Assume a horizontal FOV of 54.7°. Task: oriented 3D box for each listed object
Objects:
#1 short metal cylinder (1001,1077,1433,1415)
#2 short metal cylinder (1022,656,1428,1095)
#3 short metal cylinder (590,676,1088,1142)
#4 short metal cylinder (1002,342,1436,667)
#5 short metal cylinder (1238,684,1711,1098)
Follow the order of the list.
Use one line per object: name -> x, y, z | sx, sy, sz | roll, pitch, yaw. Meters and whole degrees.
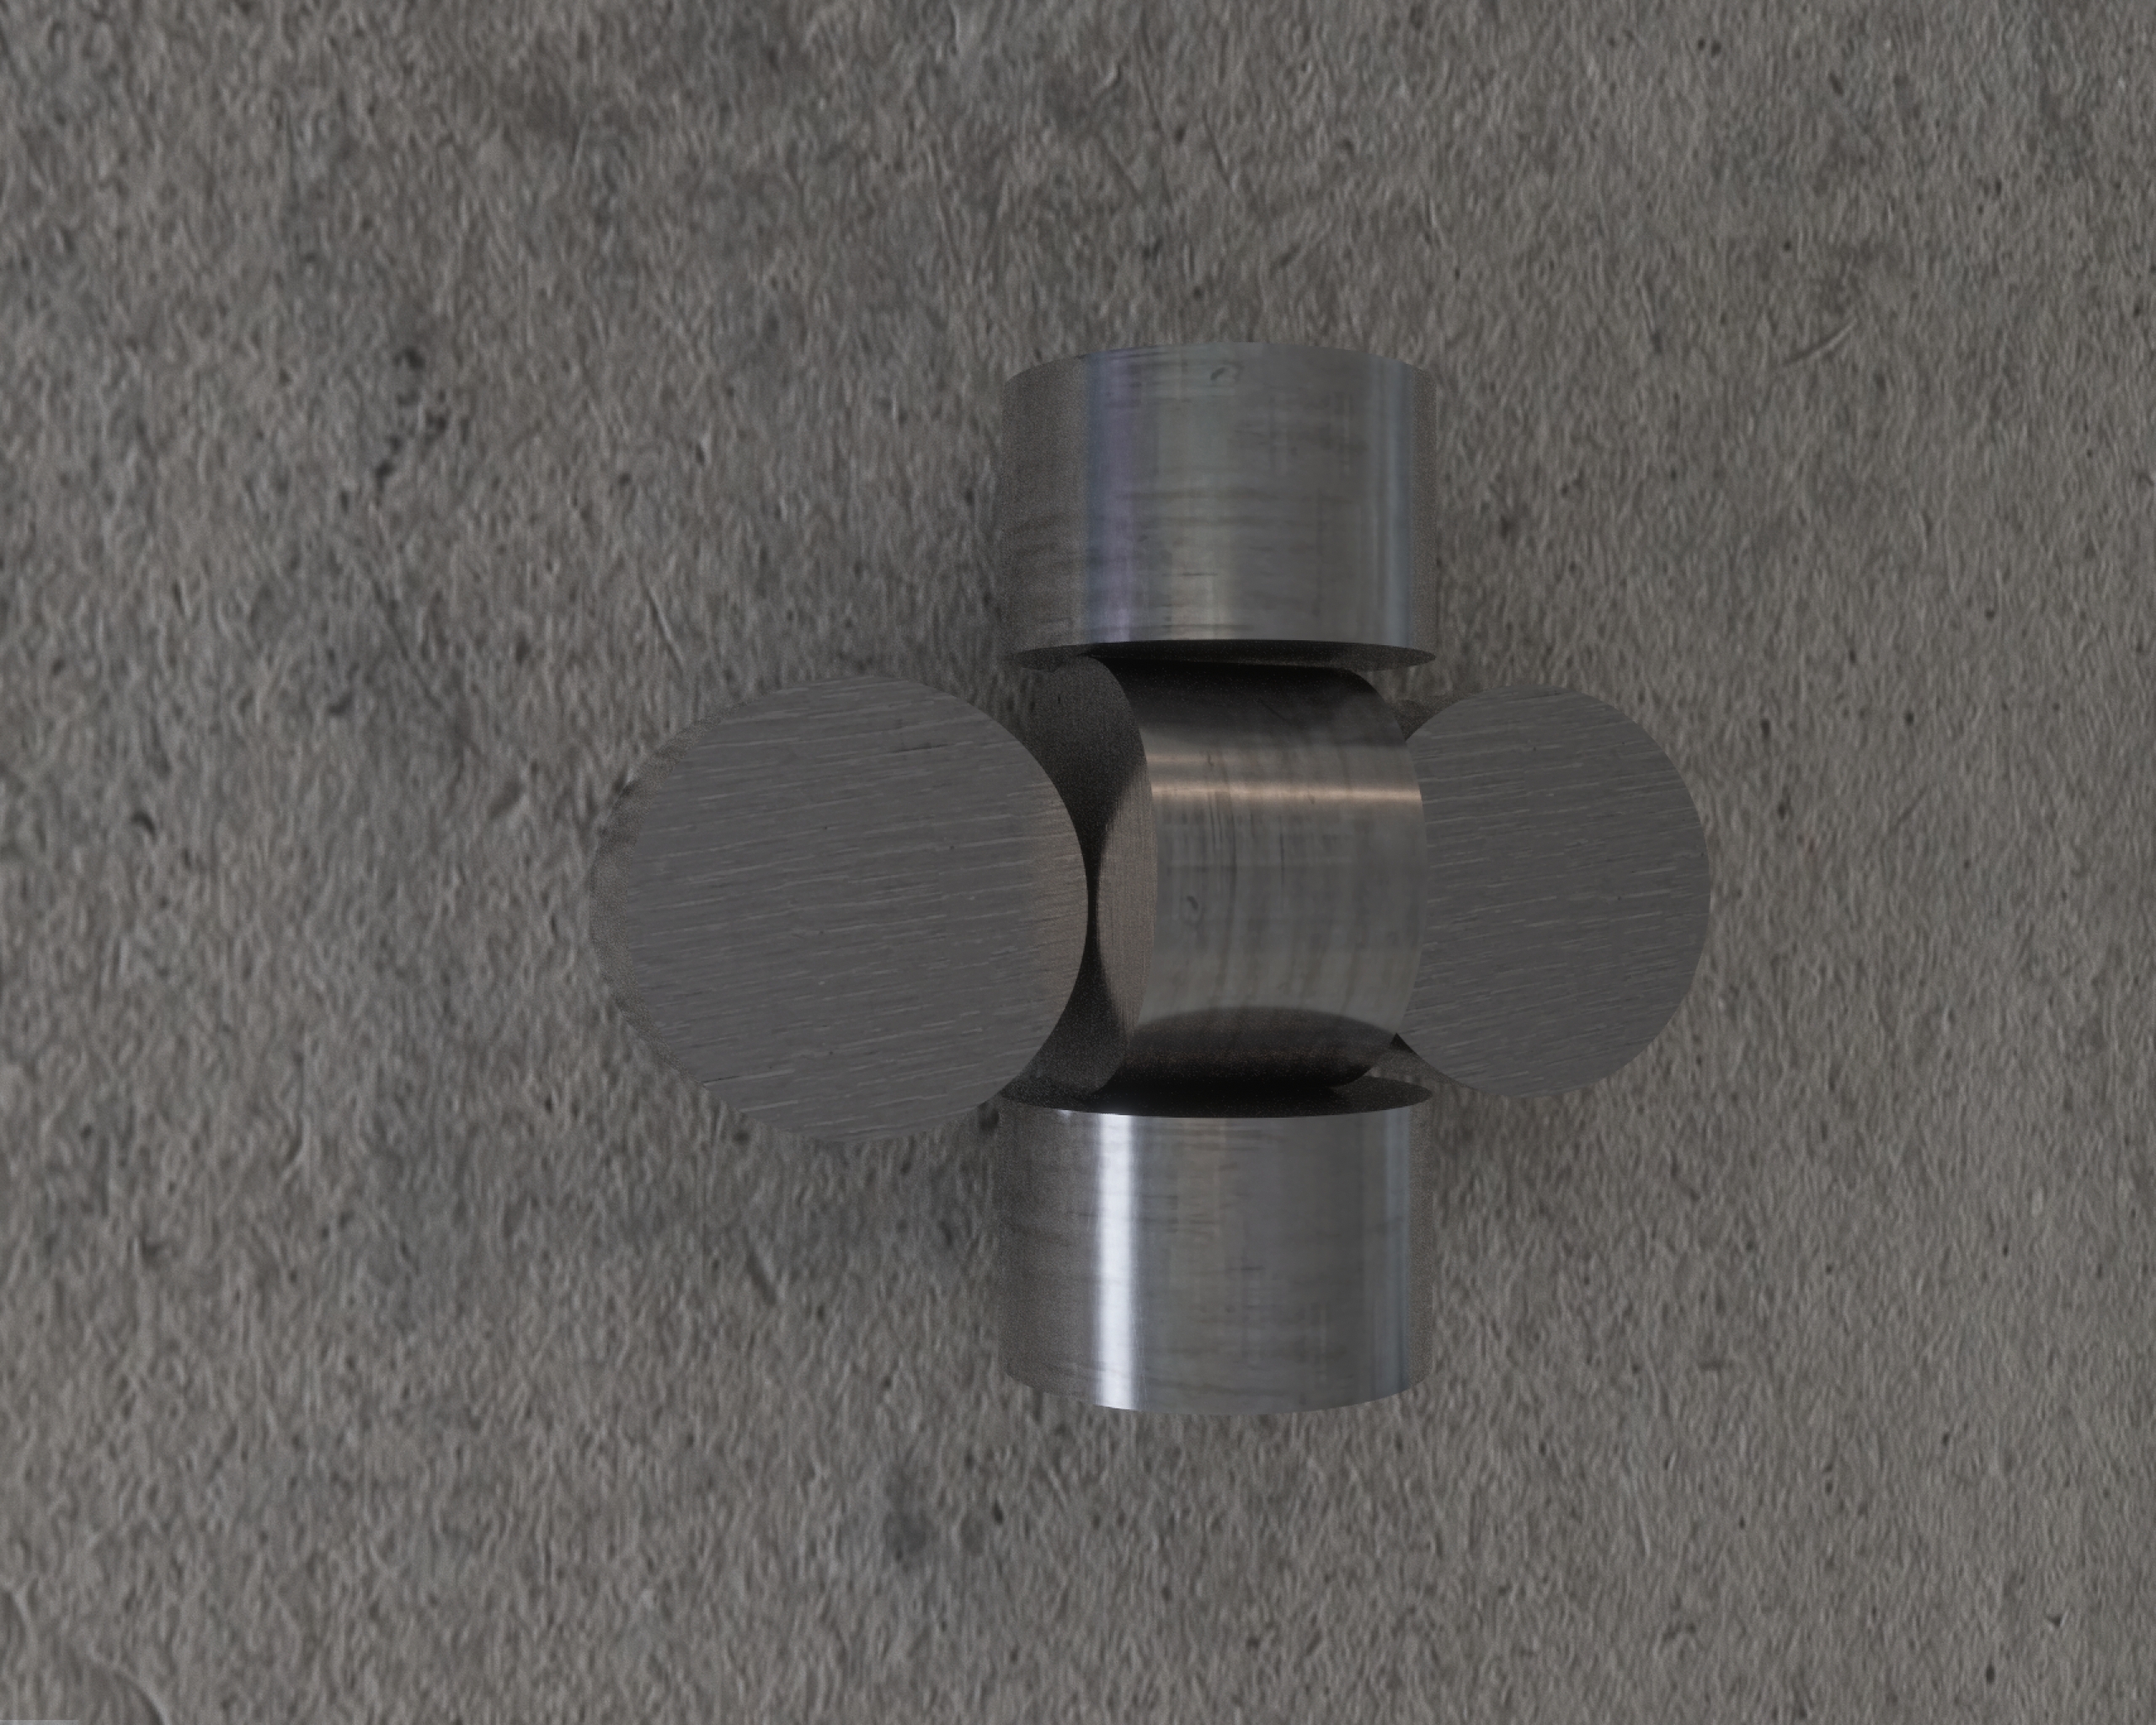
short metal cylinder -> 0.025, 0.067, 0.389 | 0.081, 0.080, 0.050 | 0, 90, -20
short metal cylinder -> 0.023, 0.003, 0.388 | 0.050, 0.080, 0.080 | 1, 90, -20
short metal cylinder -> -0.045, 0.008, 0.379 | 0.081, 0.050, 0.080 | 0, 90, -20
short metal cylinder -> 0.026, -0.063, 0.389 | 0.081, 0.080, 0.050 | 0, 90, -20
short metal cylinder -> 0.080, 0.005, 0.425 | 0.081, 0.050, 0.080 | 0, 90, -20
